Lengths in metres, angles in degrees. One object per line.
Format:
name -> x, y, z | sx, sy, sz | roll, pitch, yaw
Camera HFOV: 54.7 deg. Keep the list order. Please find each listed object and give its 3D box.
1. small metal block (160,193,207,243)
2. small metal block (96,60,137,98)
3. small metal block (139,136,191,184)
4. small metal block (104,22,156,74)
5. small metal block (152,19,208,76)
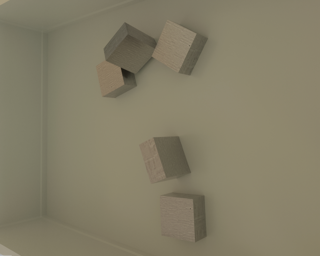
small metal block -> 0.028, 0.109, 0.384 | 0.050, 0.025, 0.050 | -4, 87, 40
small metal block -> -0.066, -0.077, 0.461 | 0.050, 0.025, 0.050 | -21, 77, 38
small metal block -> 0.007, 0.039, 0.385 | 0.025, 0.050, 0.050 | -29, 72, 36
small metal block -> -0.040, -0.107, 0.421 | 0.050, 0.050, 0.025 | -41, 48, 32
small metal block -> 0.024, -0.101, 0.387 | 0.050, 0.025, 0.050 | 39, 114, 33
